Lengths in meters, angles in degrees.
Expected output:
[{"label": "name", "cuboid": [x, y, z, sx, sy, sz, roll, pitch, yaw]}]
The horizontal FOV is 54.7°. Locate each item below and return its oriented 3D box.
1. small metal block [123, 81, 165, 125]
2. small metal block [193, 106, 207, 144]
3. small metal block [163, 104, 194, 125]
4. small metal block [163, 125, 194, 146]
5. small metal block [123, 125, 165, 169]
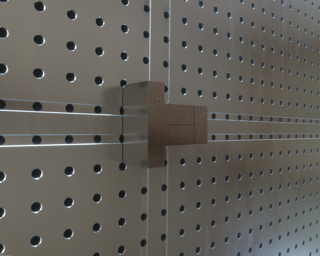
[{"label": "small metal block", "cuboid": [-0.020, -0.029, 0.377, 0.025, 0.050, 0.050, 0, 90, -40]}, {"label": "small metal block", "cuboid": [0.038, -0.004, 0.426, 0.025, 0.050, 0.050, 0, 90, -40]}, {"label": "small metal block", "cuboid": [0.009, -0.017, 0.401, 0.050, 0.050, 0.025, 0, 91, -40]}, {"label": "small metal block", "cuboid": [0.009, 0.009, 0.401, 0.050, 0.050, 0.025, 0, 91, -40]}, {"label": "small metal block", "cuboid": [-0.020, 0.021, 0.377, 0.025, 0.050, 0.050, 0, 90, -40]}]
